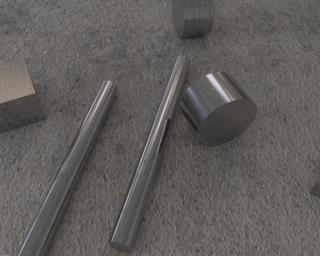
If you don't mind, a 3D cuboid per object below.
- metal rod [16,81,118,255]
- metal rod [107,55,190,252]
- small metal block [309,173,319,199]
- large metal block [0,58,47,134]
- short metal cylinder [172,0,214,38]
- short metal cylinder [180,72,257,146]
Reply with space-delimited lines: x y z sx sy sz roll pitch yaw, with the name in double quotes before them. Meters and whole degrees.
"metal rod" -0.105 0.052 0.358 0.025 0.025 0.300 9 51 8
"metal rod" -0.002 0.006 0.398 0.025 0.025 0.300 11 51 9
"small metal block" 0.208 0.064 0.351 0.050 0.025 0.050 32 57 24
"large metal block" -0.211 -0.042 0.421 0.081 0.050 0.080 -20 53 -17
"short metal cylinder" 0.055 -0.201 0.537 0.050 0.080 0.080 -10 51 -8
"short metal cylinder" 0.072 -0.023 0.387 0.081 0.080 0.050 -16 52 -13
